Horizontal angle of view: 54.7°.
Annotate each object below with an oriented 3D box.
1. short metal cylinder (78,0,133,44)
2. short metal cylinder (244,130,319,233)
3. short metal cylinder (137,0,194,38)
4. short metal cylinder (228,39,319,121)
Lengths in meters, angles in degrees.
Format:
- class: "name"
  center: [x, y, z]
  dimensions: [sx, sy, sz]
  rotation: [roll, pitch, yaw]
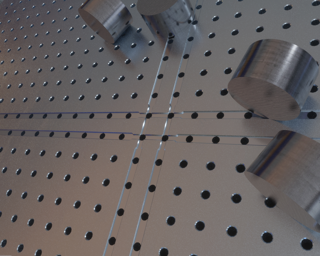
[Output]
- class: "short metal cylinder"
  center: [-0.094, -0.195, 0.540]
  dimensions: [0.080, 0.080, 0.050]
  rotation: [34, 81, 38]
- class: "short metal cylinder"
  center: [0.125, 0.047, 0.279]
  dimensions: [0.050, 0.080, 0.080]
  rotation: [-48, 52, -6]
- class: "short metal cylinder"
  center: [0.009, -0.195, 0.505]
  dimensions: [0.080, 0.050, 0.080]
  rotation: [-13, 56, 20]
- class: "short metal cylinder"
  center: [0.122, -0.051, 0.340]
  dimensions: [0.080, 0.080, 0.050]
  rotation: [21, 73, 35]
